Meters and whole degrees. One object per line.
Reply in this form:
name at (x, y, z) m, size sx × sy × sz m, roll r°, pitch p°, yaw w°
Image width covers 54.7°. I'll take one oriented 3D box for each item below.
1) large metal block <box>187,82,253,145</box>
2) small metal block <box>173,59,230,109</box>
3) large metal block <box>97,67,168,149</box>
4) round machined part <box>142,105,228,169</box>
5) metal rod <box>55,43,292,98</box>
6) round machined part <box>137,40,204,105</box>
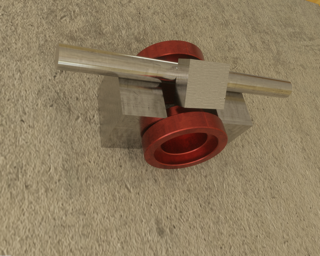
large metal block at (0.069, -0.021, 0.420) m, size 0.050 × 0.080 × 0.080 m, roll 4°, pitch 60°, yaw -27°
small metal block at (0.045, -0.048, 0.339) m, size 0.050 × 0.025 × 0.050 m, roll 1°, pitch 102°, yaw -26°
large metal block at (-0.037, -0.028, 0.367) m, size 0.050 × 0.080 × 0.080 m, roll 4°, pitch 60°, yaw -26°
round machined part at (0.027, 0.008, 0.367) m, size 0.099 × 0.097 × 0.042 m, roll 4°, pitch 55°, yaw -26°
metal rod at (0.038, -0.061, 0.360) m, size 0.302 × 0.025 × 0.025 m, roll 3°, pitch 61°, yaw -27°
round machined part at (0.013, -0.065, 0.405) m, size 0.099 × 0.097 × 0.042 m, roll 4°, pitch 61°, yaw -27°
